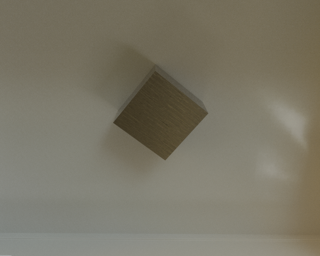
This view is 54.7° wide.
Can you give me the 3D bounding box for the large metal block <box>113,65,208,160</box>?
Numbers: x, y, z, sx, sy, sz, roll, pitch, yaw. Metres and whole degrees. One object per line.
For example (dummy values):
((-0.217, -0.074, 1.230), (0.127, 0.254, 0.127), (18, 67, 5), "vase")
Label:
((0.001, -0.020, 0.391), (0.080, 0.050, 0.080), (37, 106, -13), "large metal block")
